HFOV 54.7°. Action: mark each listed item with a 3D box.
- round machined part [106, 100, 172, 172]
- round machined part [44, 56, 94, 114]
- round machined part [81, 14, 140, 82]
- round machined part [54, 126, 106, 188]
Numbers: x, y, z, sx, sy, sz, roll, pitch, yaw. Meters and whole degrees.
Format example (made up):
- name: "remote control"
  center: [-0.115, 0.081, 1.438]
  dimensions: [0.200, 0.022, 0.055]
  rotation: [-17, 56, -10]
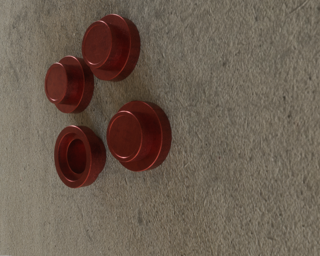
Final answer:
- name: "round machined part"
  center: [-0.035, 0.011, 0.423]
  dimensions: [0.098, 0.042, 0.097]
  rotation: [0, 90, 40]
- name: "round machined part"
  center: [-0.159, -0.074, 0.526]
  dimensions: [0.098, 0.042, 0.097]
  rotation: [0, 90, 40]
- name: "round machined part"
  center: [-0.079, -0.119, 0.459]
  dimensions: [0.098, 0.042, 0.097]
  rotation: [0, 90, 40]
- name: "round machined part"
  center: [-0.124, 0.045, 0.497]
  dimensions: [0.098, 0.042, 0.097]
  rotation: [0, 90, 40]
